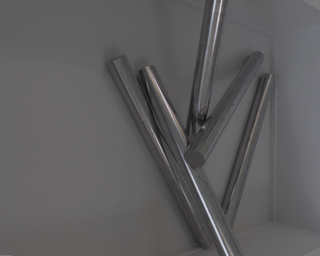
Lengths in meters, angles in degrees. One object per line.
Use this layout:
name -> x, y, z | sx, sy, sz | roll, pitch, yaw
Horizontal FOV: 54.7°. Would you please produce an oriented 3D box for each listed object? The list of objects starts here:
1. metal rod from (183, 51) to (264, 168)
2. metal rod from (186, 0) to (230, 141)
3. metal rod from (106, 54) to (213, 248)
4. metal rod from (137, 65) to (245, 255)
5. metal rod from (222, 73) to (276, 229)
metal rod -> 0.105, -0.046, 0.444 | 0.301, 0.025, 0.025 | -49, 121, -46
metal rod -> 0.054, -0.066, 0.370 | 0.025, 0.025, 0.298 | -19, 128, -38
metal rod -> 0.009, 0.045, 0.414 | 0.025, 0.025, 0.299 | -40, 114, -33
metal rod -> 0.043, 0.060, 0.361 | 0.025, 0.025, 0.299 | -14, 74, -39
metal rod -> 0.149, 0.038, 0.531 | 0.025, 0.025, 0.299 | 34, 69, -35
